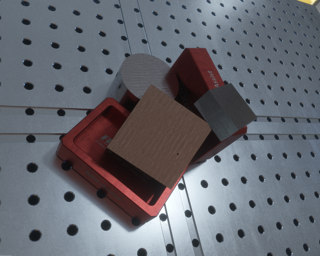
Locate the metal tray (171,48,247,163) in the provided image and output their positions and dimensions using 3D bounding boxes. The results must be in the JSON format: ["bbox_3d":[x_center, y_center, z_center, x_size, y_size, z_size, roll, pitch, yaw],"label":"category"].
[{"bbox_3d":[0.051,-0.030,0.414,0.030,0.090,0.130,-10,67,-33],"label":"metal tray"}]

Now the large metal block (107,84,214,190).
[{"bbox_3d":[-0.002,0.009,0.347,0.080,0.050,0.080,35,87,-6],"label":"large metal block"}]

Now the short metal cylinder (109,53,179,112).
[{"bbox_3d":[-0.022,-0.052,0.413,0.081,0.050,0.080,14,56,-21],"label":"short metal cylinder"}]

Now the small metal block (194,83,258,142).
[{"bbox_3d":[0.073,-0.019,0.340,0.050,0.025,0.050,-22,74,-48],"label":"small metal block"}]

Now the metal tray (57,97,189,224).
[{"bbox_3d":[-0.040,0.035,0.362,0.130,0.030,0.090,40,51,-1],"label":"metal tray"}]
